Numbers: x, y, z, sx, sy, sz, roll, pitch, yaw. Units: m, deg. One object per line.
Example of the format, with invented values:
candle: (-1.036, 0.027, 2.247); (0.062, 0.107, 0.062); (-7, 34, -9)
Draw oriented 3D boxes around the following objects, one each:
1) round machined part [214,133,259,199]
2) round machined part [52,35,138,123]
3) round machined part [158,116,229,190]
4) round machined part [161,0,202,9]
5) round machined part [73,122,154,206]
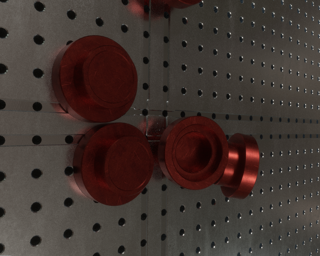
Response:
round machined part: (0.107, 0.055, 0.465); (0.042, 0.098, 0.098); (11, 82, -7)
round machined part: (-0.064, -0.054, 0.346); (0.099, 0.042, 0.097); (0, 90, -40)
round machined part: (0.042, 0.032, 0.425); (0.099, 0.042, 0.097); (0, 90, -24)
round machined part: (0.019, -0.210, 0.416); (0.099, 0.042, 0.097); (0, 90, -40)
round machined part: (-0.046, 0.042, 0.361); (0.099, 0.042, 0.097); (0, 90, -40)
